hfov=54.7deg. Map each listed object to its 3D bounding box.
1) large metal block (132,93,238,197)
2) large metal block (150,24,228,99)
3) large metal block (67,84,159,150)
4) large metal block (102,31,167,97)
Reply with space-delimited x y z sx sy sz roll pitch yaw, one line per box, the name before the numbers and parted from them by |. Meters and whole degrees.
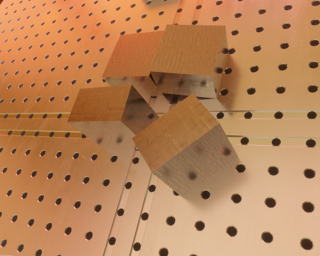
large metal block | 0.030 0.022 0.343 0.080 0.080 0.050 -37 51 3
large metal block | 0.042 -0.090 0.416 0.080 0.050 0.080 8 65 20
large metal block | -0.058 -0.011 0.409 0.080 0.080 0.050 -1 62 27
large metal block | -0.027 -0.095 0.463 0.080 0.050 0.080 4 64 30
